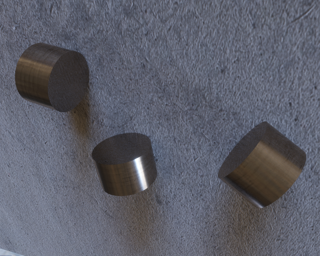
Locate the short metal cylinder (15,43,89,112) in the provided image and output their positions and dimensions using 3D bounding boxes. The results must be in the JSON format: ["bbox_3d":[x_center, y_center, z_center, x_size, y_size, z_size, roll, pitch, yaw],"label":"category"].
[{"bbox_3d":[-0.138,-0.066,0.403,0.050,0.080,0.079,18,125,18],"label":"short metal cylinder"}]

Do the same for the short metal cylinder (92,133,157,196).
[{"bbox_3d":[-0.048,0.048,0.426,0.080,0.080,0.050,4,120,26],"label":"short metal cylinder"}]

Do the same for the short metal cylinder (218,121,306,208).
[{"bbox_3d":[0.109,0.039,0.338,0.050,0.080,0.080,39,129,2],"label":"short metal cylinder"}]
